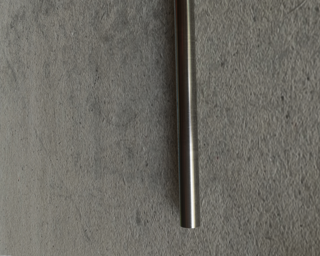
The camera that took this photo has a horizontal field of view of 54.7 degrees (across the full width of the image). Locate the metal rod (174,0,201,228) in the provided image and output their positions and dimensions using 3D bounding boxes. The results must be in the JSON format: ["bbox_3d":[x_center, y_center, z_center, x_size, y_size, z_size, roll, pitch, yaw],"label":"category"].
[{"bbox_3d":[0.032,-0.032,0.376,0.025,0.025,0.298,-2,88,39],"label":"metal rod"}]
